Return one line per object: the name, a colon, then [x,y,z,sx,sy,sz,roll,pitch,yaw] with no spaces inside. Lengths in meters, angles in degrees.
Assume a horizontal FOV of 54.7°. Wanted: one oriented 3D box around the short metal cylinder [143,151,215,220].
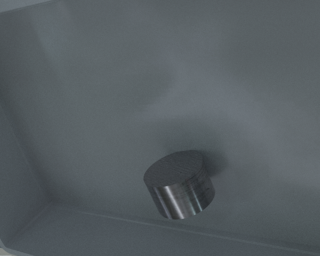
short metal cylinder: [0.025,0.072,0.403,0.080,0.080,0.050,-10,113,32]
